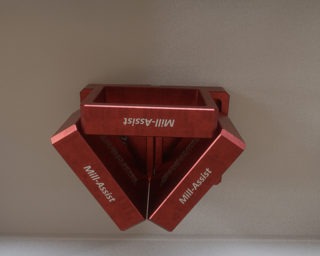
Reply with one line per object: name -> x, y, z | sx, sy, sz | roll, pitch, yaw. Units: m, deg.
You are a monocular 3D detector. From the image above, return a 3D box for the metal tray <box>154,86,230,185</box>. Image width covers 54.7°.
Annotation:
metal tray -> 0.039, 0.011, 0.412 | 0.091, 0.030, 0.129 | 1, 109, -1

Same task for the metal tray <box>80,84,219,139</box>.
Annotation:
metal tray -> -0.010, -0.021, 0.334 | 0.131, 0.090, 0.030 | 2, 111, -1

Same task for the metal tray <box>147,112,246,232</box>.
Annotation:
metal tray -> 0.036, 0.044, 0.358 | 0.030, 0.090, 0.129 | 34, 107, -12

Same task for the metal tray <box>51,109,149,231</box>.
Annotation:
metal tray -> -0.061, 0.041, 0.357 | 0.030, 0.090, 0.130 | -30, 108, 11

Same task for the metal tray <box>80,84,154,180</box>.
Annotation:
metal tray -> -0.053, 0.009, 0.411 | 0.091, 0.030, 0.129 | 0, 109, 0
